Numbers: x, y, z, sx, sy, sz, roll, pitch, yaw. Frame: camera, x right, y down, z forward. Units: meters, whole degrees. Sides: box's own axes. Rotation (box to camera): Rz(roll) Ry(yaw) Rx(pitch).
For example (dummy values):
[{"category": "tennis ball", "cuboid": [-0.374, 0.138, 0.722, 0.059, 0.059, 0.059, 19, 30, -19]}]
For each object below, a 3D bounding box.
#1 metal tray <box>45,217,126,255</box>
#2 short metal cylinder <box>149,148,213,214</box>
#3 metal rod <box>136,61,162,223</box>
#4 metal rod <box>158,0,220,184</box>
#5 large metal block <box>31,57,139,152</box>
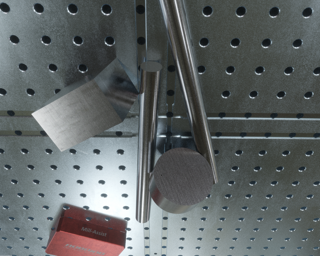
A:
[{"category": "metal tray", "cuboid": [-0.142, 0.221, 0.595, 0.131, 0.030, 0.089, 21, 127, -18]}, {"category": "short metal cylinder", "cuboid": [0.028, 0.074, 0.430, 0.081, 0.080, 0.050, 8, 151, -7]}, {"category": "metal rod", "cuboid": [-0.020, 0.043, 0.448, 0.025, 0.025, 0.298, 3, 130, -3]}, {"category": "metal rod", "cuboid": [0.042, -0.032, 0.384, 0.025, 0.025, 0.299, -11, 130, 9]}, {"category": "large metal block", "cuboid": [-0.078, -0.028, 0.344, 0.080, 0.080, 0.050, -25, 110, 19]}]
